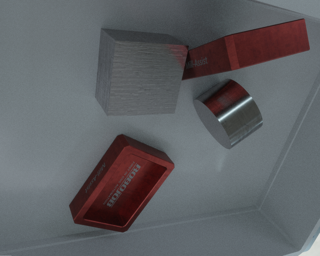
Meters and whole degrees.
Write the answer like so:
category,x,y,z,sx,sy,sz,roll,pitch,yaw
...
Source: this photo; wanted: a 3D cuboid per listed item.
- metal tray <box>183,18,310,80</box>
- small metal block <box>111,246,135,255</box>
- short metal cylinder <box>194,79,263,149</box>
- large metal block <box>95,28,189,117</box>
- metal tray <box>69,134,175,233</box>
category,x,y,z,sx,sy,sz,roll,pitch,yaw
metal tray,0.078,-0.080,0.335,0.091,0.130,0.030,-17,99,-19
small metal block,-0.064,0.236,0.524,0.050,0.025,0.050,-23,127,-15
short metal cylinder,0.089,-0.018,0.412,0.050,0.080,0.080,-35,129,-6
large metal block,-0.023,-0.061,0.344,0.081,0.050,0.079,-4,120,-27
metal tray,-0.052,0.081,0.428,0.090,0.030,0.130,27,103,-38
